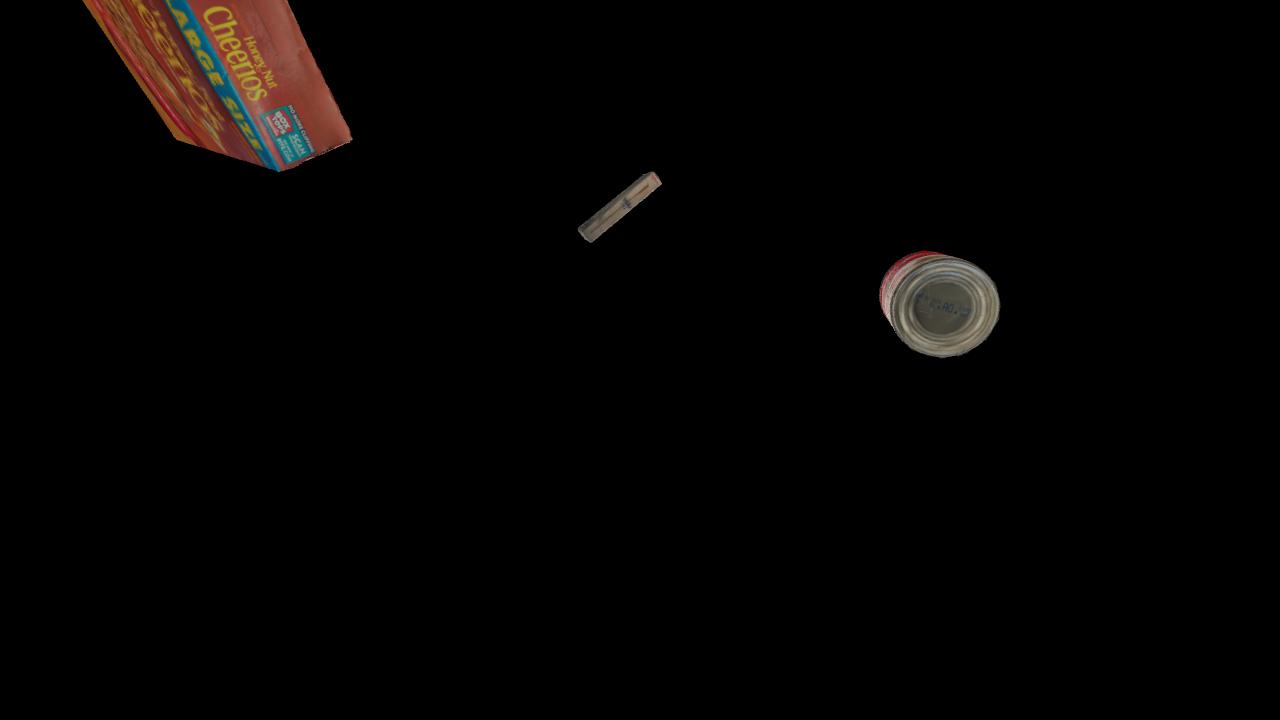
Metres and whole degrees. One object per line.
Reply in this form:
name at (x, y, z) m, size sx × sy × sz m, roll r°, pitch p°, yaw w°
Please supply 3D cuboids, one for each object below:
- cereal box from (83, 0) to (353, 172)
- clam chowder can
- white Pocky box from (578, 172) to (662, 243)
cereal box at (-0.391, -0.287, 0.533) m, size 0.306 × 0.203 × 0.081 m, roll 23°, pitch 51°, yaw 38°
clam chowder can at (0.214, -0.043, 0.448) m, size 0.068 × 0.068 × 0.102 m, roll 0°, pitch 12°, yaw 17°
white Pocky box at (-0.037, -0.257, 1.034) m, size 0.154 × 0.028 × 0.084 m, roll -39°, pitch 17°, yaw 1°
